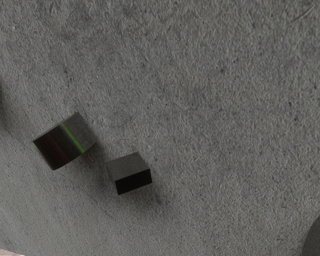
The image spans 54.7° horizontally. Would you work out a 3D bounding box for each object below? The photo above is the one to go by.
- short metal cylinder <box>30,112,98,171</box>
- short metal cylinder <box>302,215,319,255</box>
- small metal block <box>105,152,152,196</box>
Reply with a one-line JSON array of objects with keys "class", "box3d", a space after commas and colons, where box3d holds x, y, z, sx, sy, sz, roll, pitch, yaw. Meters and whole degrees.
[{"class": "short metal cylinder", "box3d": [-0.140, 0.018, 0.456, 0.080, 0.080, 0.050, -23, 106, 36]}, {"class": "short metal cylinder", "box3d": [0.204, 0.137, 0.349, 0.050, 0.080, 0.079, 27, 128, 11]}, {"class": "small metal block", "box3d": [-0.045, 0.063, 0.440, 0.050, 0.050, 0.025, -136, 33, -56]}]
